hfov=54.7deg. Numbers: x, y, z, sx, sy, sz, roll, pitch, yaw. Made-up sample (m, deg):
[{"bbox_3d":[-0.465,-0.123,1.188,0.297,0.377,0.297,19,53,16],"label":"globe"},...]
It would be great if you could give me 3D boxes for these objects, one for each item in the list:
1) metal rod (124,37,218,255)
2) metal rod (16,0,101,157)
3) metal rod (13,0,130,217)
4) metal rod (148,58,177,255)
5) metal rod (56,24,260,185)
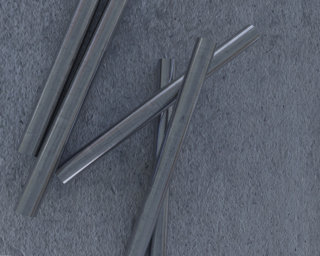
[{"bbox_3d":[0.008,0.040,0.376,0.025,0.025,0.298,16,98,-20],"label":"metal rod"},{"bbox_3d":[-0.102,-0.111,0.371,0.025,0.025,0.299,22,83,-19],"label":"metal rod"},{"bbox_3d":[-0.096,-0.044,0.366,0.025,0.025,0.299,24,79,-19],"label":"metal rod"},{"bbox_3d":[0.002,0.059,0.409,0.025,0.025,0.298,3,89,-20],"label":"metal rod"},{"bbox_3d":[0.001,-0.033,0.384,0.301,0.025,0.025,-37,102,-7],"label":"metal rod"}]
